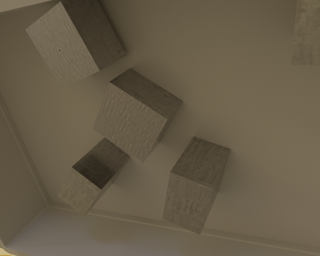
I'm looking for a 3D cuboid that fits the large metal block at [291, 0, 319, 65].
[{"bbox_3d":[0.136,-0.099,0.240,0.050,0.080,0.079,7,122,24],"label":"large metal block"}]

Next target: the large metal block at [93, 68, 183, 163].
[{"bbox_3d":[-0.030,-0.016,0.397,0.080,0.050,0.079,33,129,6],"label":"large metal block"}]

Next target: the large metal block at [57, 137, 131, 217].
[{"bbox_3d":[-0.099,0.073,0.469,0.050,0.080,0.080,37,129,3],"label":"large metal block"}]

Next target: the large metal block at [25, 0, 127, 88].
[{"bbox_3d":[-0.101,-0.103,0.374,0.080,0.050,0.080,-12,113,41],"label":"large metal block"}]

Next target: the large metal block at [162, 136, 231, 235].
[{"bbox_3d":[0.047,0.070,0.391,0.050,0.080,0.079,19,126,17],"label":"large metal block"}]
